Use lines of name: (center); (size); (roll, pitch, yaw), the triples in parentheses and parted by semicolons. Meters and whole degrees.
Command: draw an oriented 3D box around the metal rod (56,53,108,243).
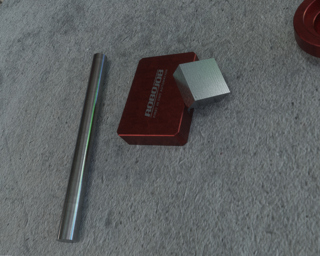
metal rod: (-0.108, 0.009, 0.454); (0.025, 0.025, 0.299); (-11, 57, 22)

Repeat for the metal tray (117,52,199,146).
metal tray: (0.002, -0.041, 0.425); (0.090, 0.030, 0.130); (0, 61, 28)

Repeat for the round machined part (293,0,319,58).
round machined part: (0.208, -0.116, 0.355); (0.098, 0.042, 0.098); (-13, 56, 21)

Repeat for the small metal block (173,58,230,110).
small metal block: (0.051, -0.056, 0.386); (0.050, 0.025, 0.050); (-15, 74, -22)
